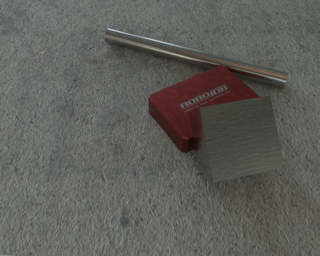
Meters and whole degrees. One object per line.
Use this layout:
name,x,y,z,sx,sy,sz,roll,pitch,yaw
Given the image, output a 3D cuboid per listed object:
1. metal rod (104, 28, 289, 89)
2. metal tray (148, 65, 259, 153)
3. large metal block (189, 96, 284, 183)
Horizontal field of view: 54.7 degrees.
metal rod,0.050,-0.116,0.500,0.301,0.025,0.025,18,52,14
metal tray,0.061,-0.031,0.427,0.131,0.030,0.090,-25,55,-20
large metal block,0.084,0.012,0.353,0.081,0.050,0.080,-10,88,-9
